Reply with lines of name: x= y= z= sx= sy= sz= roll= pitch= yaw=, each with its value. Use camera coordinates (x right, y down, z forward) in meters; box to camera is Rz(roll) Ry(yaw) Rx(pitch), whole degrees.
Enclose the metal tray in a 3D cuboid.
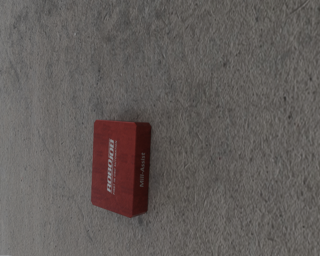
metal tray: x=-0.059 y=0.054 z=0.451 sx=0.090 sy=0.030 sz=0.129 roll=5 pitch=93 yaw=40
